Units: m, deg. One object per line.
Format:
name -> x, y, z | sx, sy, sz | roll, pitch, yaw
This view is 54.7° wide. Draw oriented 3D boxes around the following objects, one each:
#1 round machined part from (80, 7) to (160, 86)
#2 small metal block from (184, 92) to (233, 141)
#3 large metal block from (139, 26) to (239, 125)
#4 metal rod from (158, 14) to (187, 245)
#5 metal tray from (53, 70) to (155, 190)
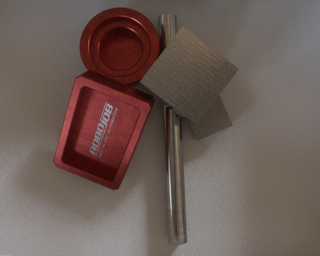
round machined part -> -0.049, -0.100, 0.401 | 0.099, 0.042, 0.097 | 0, 88, 1
small metal block -> 0.061, -0.016, 0.412 | 0.050, 0.025, 0.050 | -23, 91, -1
large metal block -> 0.033, -0.059, 0.374 | 0.080, 0.050, 0.080 | 37, 89, -2
metal rod -> 0.017, 0.002, 0.411 | 0.025, 0.025, 0.298 | -3, 90, -1
metal tray -> -0.071, 0.006, 0.381 | 0.090, 0.030, 0.129 | 23, 115, -1
